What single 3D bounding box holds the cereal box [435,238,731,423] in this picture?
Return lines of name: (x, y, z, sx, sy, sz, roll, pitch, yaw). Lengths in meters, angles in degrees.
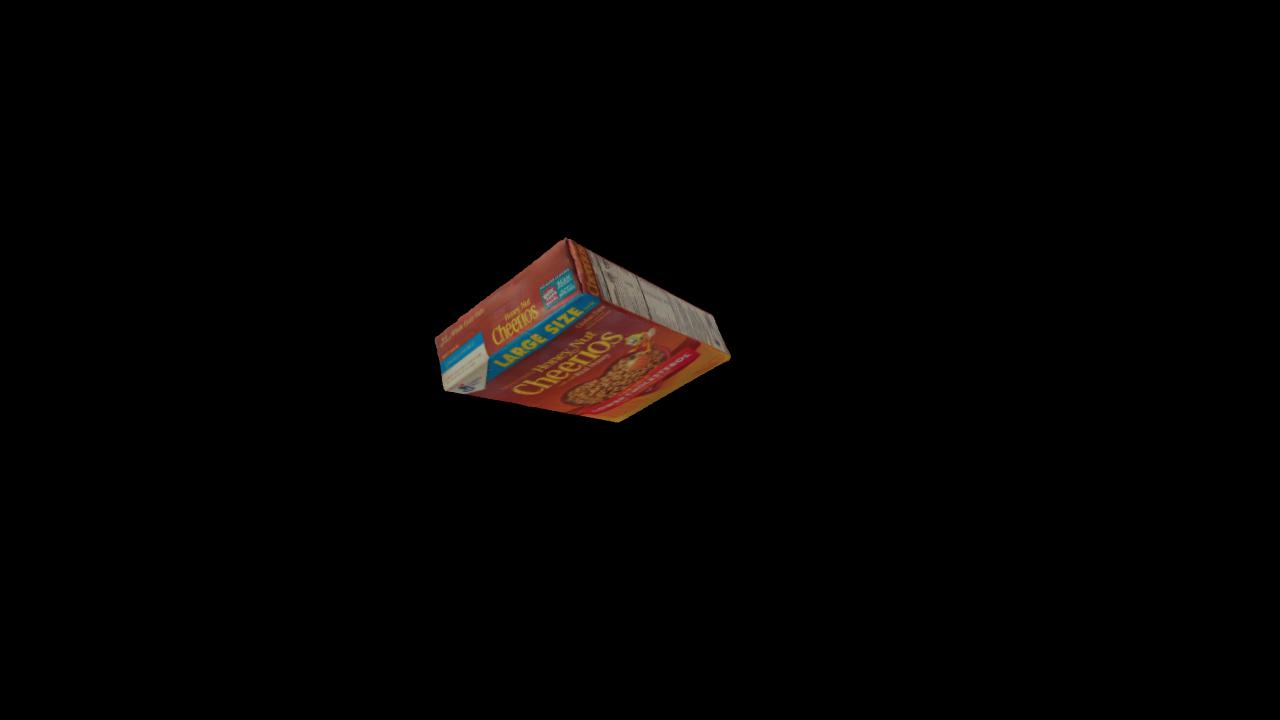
cereal box: (-0.053, -0.013, 0.726, 0.203, 0.081, 0.306, -31, -27, 25)
